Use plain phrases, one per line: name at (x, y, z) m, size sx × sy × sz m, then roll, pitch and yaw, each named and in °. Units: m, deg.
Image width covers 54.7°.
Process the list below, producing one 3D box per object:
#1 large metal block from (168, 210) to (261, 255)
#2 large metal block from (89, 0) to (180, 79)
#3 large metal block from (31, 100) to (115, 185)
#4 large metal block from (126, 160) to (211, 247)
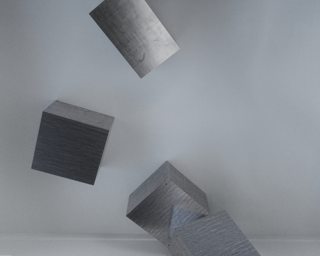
large metal block at (0.069, 0.162, 0.397) m, size 0.081 × 0.080 × 0.050 m, roll -10°, pitch 131°, yaw -27°
large metal block at (-0.024, -0.109, 0.342) m, size 0.050 × 0.080 × 0.080 m, roll -36°, pitch 106°, yaw 12°
large metal block at (-0.111, 0.018, 0.404) m, size 0.080 × 0.050 × 0.079 m, roll 17°, pitch 109°, yaw -6°
large metal block at (0.011, 0.108, 0.438) m, size 0.080 × 0.050 × 0.080 m, roll 42°, pitch 105°, yaw -14°
